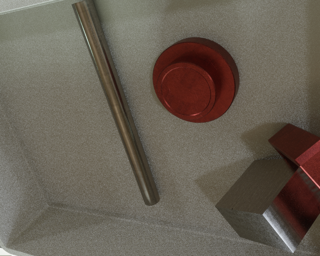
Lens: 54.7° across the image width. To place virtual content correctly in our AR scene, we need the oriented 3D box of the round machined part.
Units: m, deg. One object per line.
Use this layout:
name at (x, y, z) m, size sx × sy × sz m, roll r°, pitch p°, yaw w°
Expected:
round machined part at (0.035, -0.048, 0.348) m, size 0.098 × 0.042 × 0.097 m, roll 13°, pitch 124°, yaw 20°

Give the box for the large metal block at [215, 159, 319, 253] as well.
large metal block at (0.122, 0.079, 0.339) m, size 0.050 × 0.080 × 0.080 m, roll 51°, pitch 157°, yaw -8°

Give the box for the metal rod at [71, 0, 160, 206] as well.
metal rod at (-0.052, -0.018, 0.423) m, size 0.025 × 0.025 × 0.298 m, roll -3°, pitch 117°, yaw 29°

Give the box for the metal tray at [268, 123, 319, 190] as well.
metal tray at (0.173, 0.058, 0.309) m, size 0.030 × 0.090 × 0.130 m, roll -42°, pitch 95°, yaw 9°
